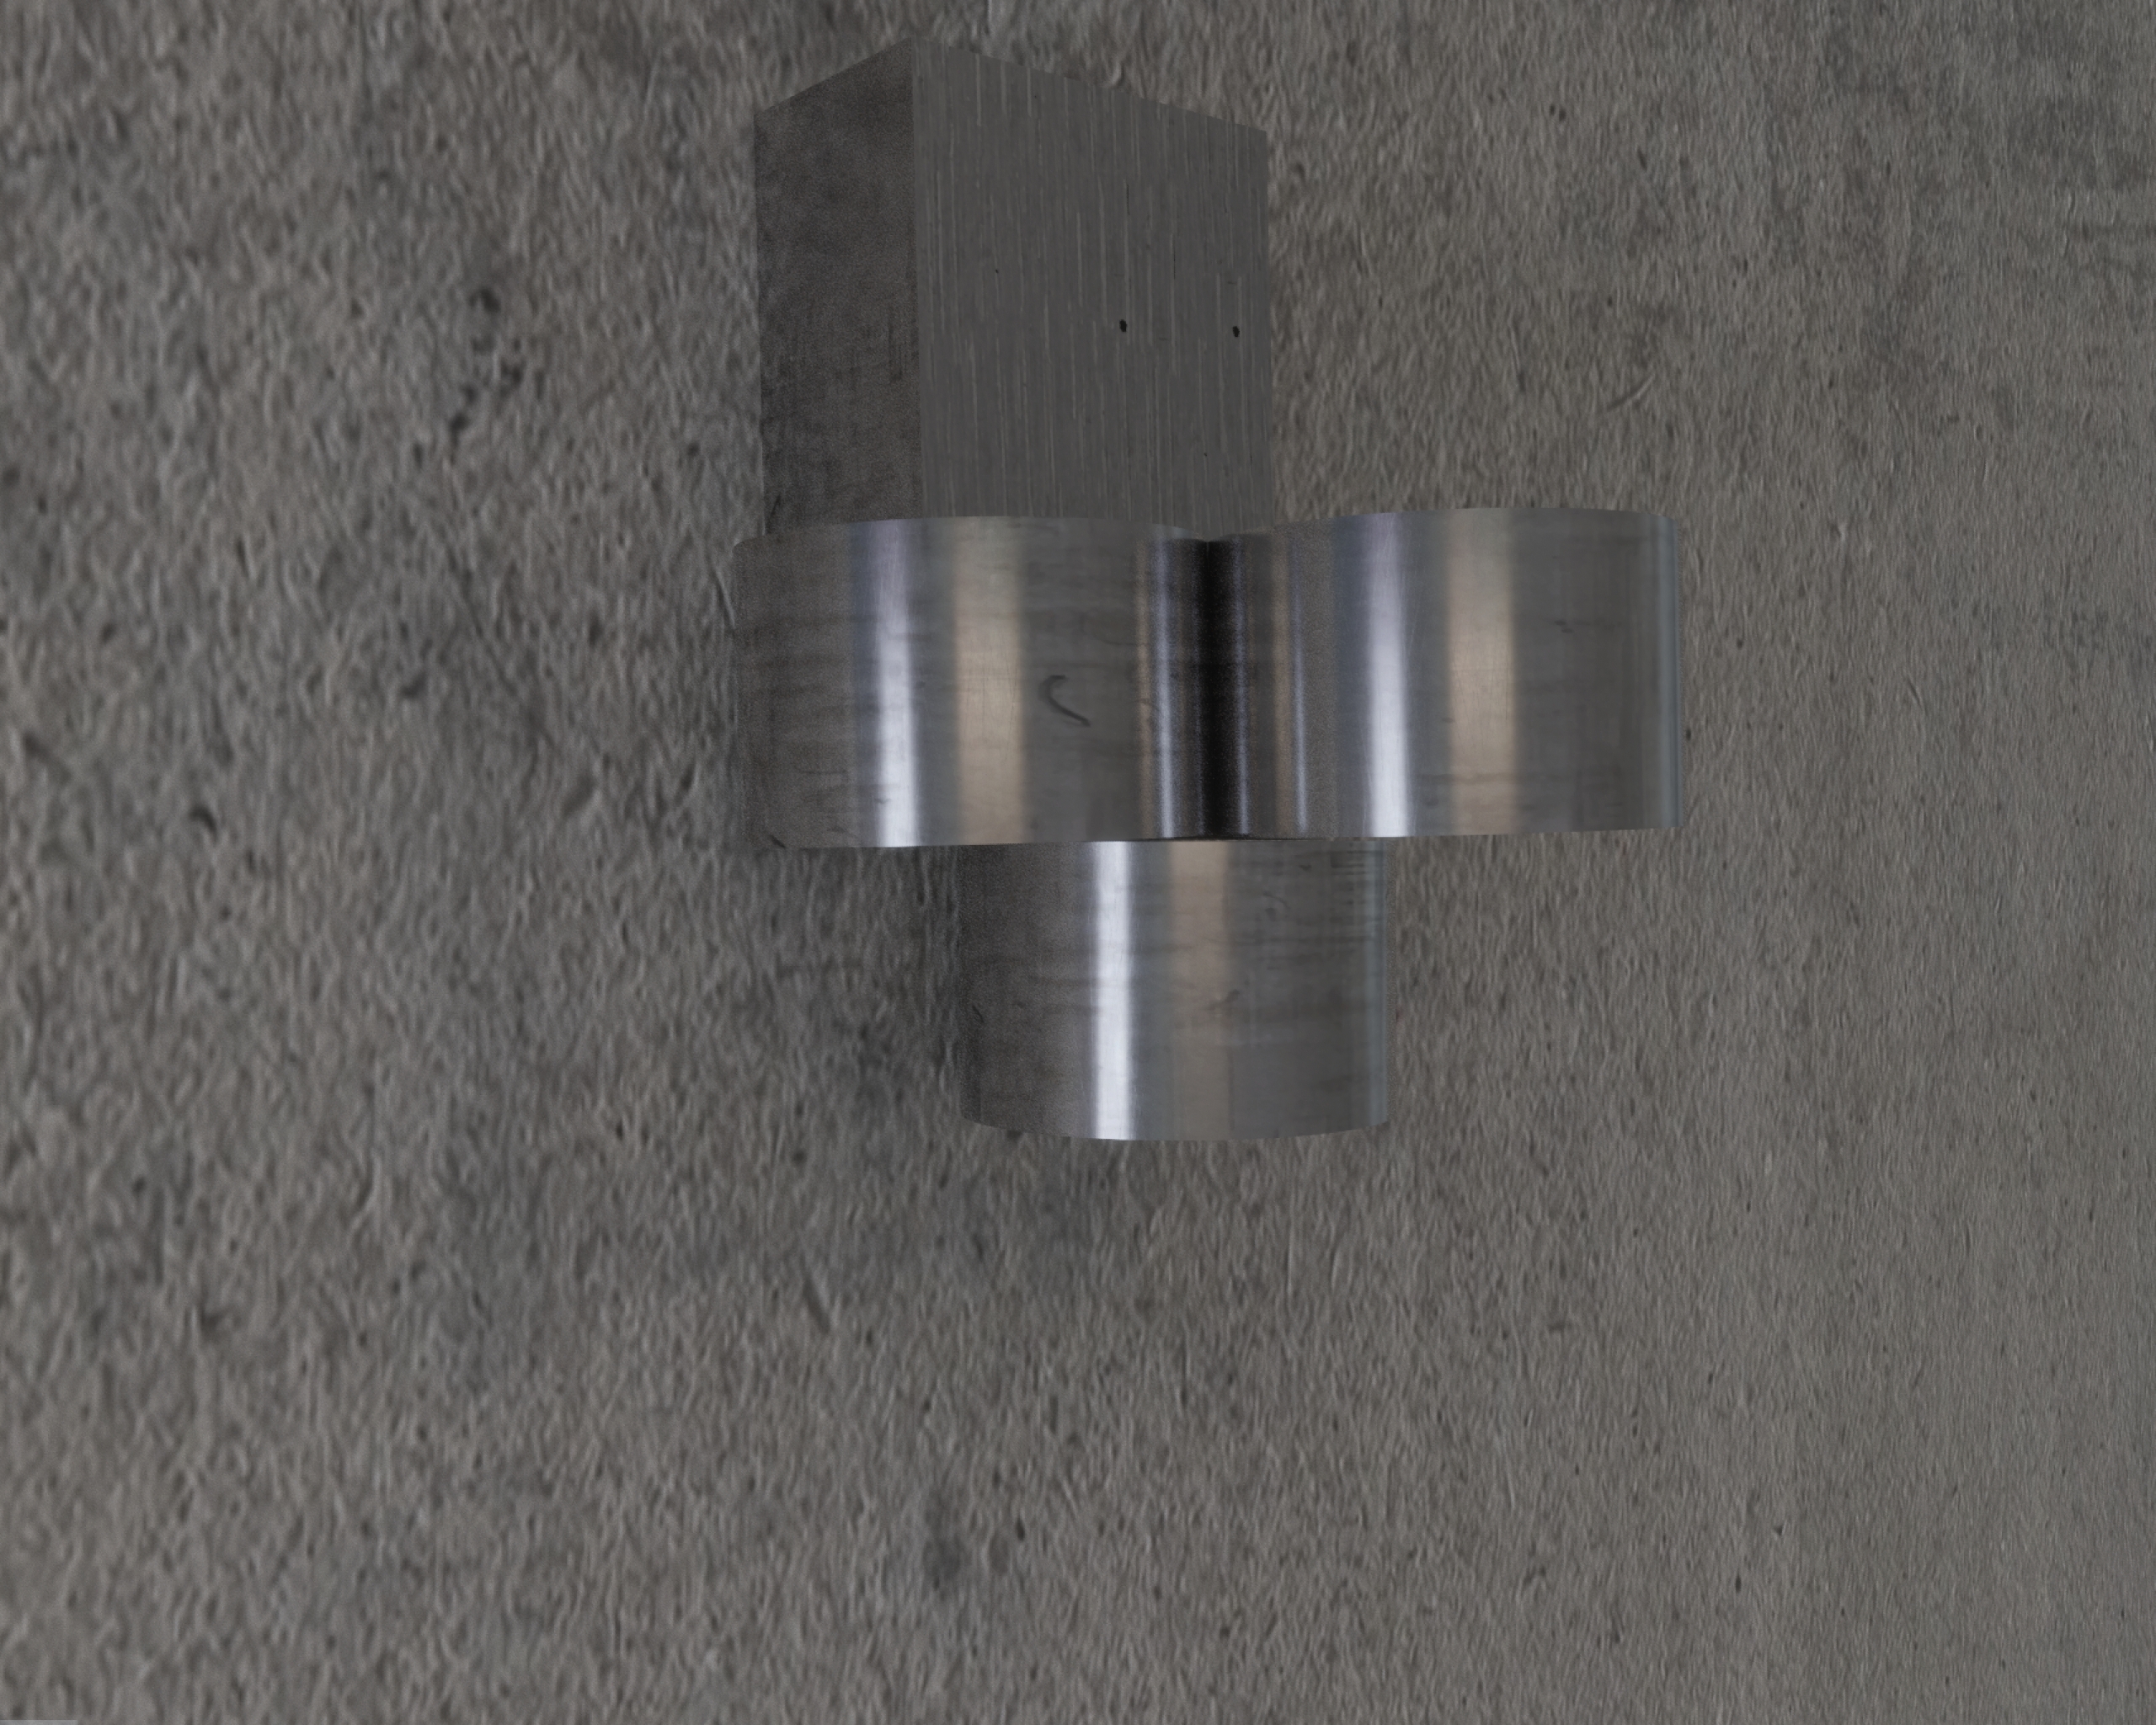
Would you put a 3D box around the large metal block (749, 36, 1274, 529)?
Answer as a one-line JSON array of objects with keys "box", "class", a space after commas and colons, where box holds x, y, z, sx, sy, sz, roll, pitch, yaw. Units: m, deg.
[{"box": [-0.011, -0.095, 0.381, 0.081, 0.050, 0.079, -2, 92, -40], "class": "large metal block"}]

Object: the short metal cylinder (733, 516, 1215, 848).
[{"box": [-0.017, -0.029, 0.356, 0.081, 0.080, 0.050, -3, 92, -40], "class": "short metal cylinder"}]

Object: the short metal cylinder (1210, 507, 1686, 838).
[{"box": [0.062, -0.030, 0.358, 0.081, 0.080, 0.050, -3, 92, -40], "class": "short metal cylinder"}]

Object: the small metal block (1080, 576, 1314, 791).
[{"box": [0.022, -0.030, 0.411, 0.025, 0.050, 0.050, 1, 89, -40], "class": "small metal block"}]

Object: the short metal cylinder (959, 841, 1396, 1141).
[{"box": [0.018, 0.021, 0.386, 0.081, 0.080, 0.050, -1, 91, -40], "class": "short metal cylinder"}]
